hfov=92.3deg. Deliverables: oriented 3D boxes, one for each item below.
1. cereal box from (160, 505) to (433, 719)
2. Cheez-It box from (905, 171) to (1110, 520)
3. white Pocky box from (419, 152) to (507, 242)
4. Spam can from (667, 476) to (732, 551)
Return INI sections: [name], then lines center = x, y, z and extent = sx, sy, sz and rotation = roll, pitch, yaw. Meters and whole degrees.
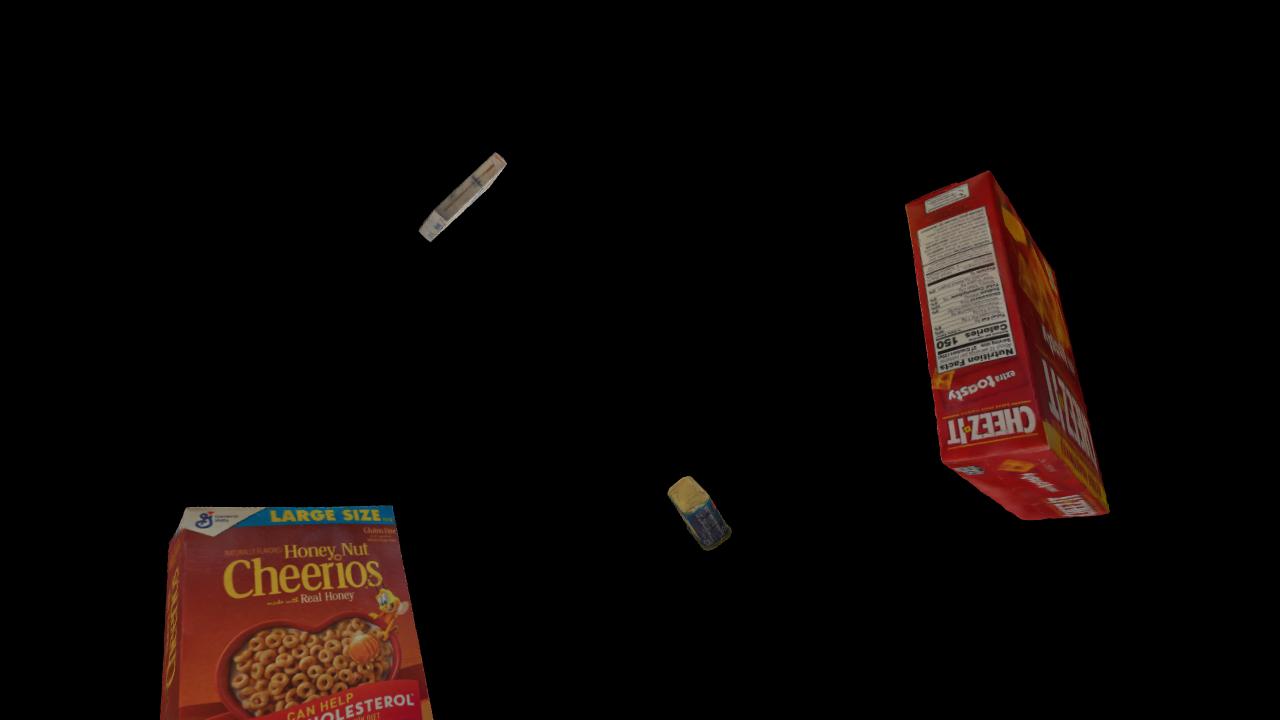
[cereal box]
center = -0.317, 0.280, 0.574
extent = 0.203, 0.306, 0.081
rotation = 14, -53, -43
[Cheez-It box]
center = 0.280, -0.006, 0.471
extent = 0.071, 0.223, 0.166
rotation = -20, -37, 42
[white Pocky box]
center = -0.271, -0.250, 0.944
extent = 0.028, 0.154, 0.084
rotation = 44, -33, -17
[Spam can]
center = 0.096, 0.253, 1.026
extent = 0.058, 0.085, 0.101
rotation = -34, 20, -8
